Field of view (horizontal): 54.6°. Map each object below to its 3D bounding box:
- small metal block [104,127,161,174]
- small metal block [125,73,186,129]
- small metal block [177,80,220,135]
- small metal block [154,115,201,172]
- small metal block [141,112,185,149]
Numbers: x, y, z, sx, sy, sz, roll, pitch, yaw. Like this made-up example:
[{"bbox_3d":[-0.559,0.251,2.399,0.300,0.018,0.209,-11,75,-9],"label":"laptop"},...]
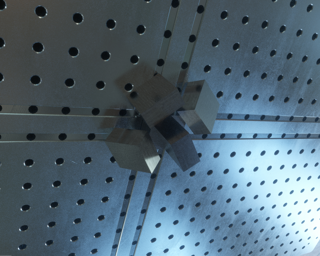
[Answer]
[{"bbox_3d":[-0.034,0.028,0.389,0.025,0.050,0.050,-58,140,-37],"label":"small metal block"},{"bbox_3d":[-0.006,-0.034,0.370,0.050,0.050,0.025,-35,129,-5],"label":"small metal block"},{"bbox_3d":[0.052,-0.026,0.405,0.050,0.025,0.050,50,49,-39],"label":"small metal block"},{"bbox_3d":[0.020,0.018,0.384,0.025,0.050,0.050,-32,129,-8],"label":"small metal block"},{"bbox_3d":[0.004,0.000,0.412,0.050,0.025,0.050,0,118,-30],"label":"small metal block"}]
